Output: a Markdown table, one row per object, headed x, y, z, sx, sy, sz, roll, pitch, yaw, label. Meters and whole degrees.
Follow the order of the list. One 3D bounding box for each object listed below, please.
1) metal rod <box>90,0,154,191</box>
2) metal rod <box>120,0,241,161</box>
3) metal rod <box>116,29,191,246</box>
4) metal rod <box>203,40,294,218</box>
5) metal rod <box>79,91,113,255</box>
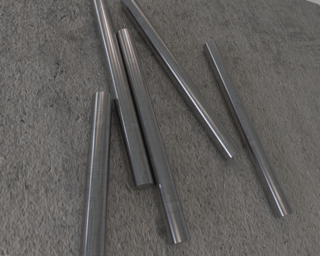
| x | y | z | sx | sy | sz | roll | pitch | yaw | label |
| --- | --- | --- | --- | --- | --- | --- | --- | --- | --- |
| -0.056 | -0.065 | 0.412 | 0.025 | 0.025 | 0.299 | -2 | 63 | -29 | metal rod |
| 0.025 | -0.084 | 0.467 | 0.025 | 0.025 | 0.299 | -23 | 74 | -36 | metal rod |
| -0.016 | -0.006 | 0.398 | 0.025 | 0.025 | 0.299 | -2 | 63 | -29 | metal rod |
| 0.128 | -0.012 | 0.479 | 0.025 | 0.025 | 0.299 | -4 | 64 | -30 | metal rod |
| -0.066 | 0.091 | 0.312 | 0.025 | 0.025 | 0.299 | 11 | 57 | -22 | metal rod |
